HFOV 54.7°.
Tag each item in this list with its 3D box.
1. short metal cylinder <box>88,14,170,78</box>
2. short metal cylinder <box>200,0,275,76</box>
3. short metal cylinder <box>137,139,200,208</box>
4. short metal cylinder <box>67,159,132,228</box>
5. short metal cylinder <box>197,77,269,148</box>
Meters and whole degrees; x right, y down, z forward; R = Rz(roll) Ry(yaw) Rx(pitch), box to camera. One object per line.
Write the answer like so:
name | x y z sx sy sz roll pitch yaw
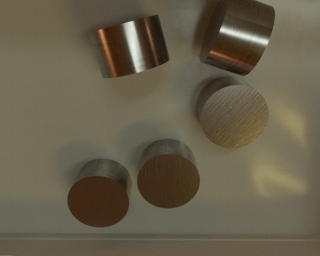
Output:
short metal cylinder | -0.034 -0.092 0.348 0.080 0.080 0.050 -13 110 4
short metal cylinder | 0.083 -0.104 0.345 0.050 0.080 0.079 17 109 -7
short metal cylinder | 0.011 0.061 0.421 0.081 0.050 0.079 0 110 -1
short metal cylinder | -0.081 0.089 0.430 0.081 0.050 0.079 0 110 -1
short metal cylinder | 0.089 -0.021 0.392 0.081 0.050 0.079 0 110 -1
